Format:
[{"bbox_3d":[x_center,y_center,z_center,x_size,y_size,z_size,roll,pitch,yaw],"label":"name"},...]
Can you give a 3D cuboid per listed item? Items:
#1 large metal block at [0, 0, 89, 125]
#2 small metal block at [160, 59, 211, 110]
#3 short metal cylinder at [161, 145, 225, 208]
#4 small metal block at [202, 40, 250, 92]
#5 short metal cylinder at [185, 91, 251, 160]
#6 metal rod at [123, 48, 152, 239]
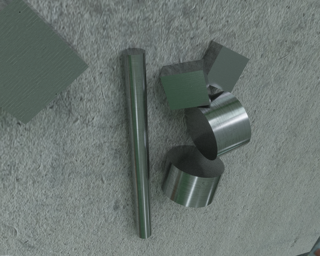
[{"bbox_3d":[-0.128,-0.064,0.282,0.080,0.050,0.080,-43,130,1],"label":"large metal block"},{"bbox_3d":[0.033,-0.052,0.379,0.050,0.025,0.050,-7,130,17],"label":"small metal block"},{"bbox_3d":[0.045,0.066,0.439,0.081,0.080,0.050,-2,119,-28],"label":"short metal cylinder"},{"bbox_3d":[0.080,-0.079,0.404,0.050,0.025,0.050,14,111,-35],"label":"small metal block"},{"bbox_3d":[0.075,-0.003,0.412,0.050,0.080,0.080,-23,127,-15],"label":"short metal cylinder"},{"bbox_3d":[-0.027,0.042,0.419,0.025,0.025,0.298,-15,125,-21],"label":"metal rod"}]
